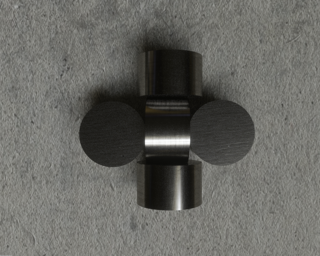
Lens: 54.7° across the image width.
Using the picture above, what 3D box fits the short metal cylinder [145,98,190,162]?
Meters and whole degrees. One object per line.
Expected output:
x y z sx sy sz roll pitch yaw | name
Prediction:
0.009 0.002 0.384 0.050 0.080 0.080 0 90 0 | short metal cylinder

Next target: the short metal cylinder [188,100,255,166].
0.074 0.005 0.399 0.081 0.050 0.080 0 90 0 | short metal cylinder

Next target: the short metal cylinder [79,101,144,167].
-0.057 0.007 0.398 0.081 0.050 0.080 0 90 -1 | short metal cylinder

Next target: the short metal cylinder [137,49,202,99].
0.012 -0.063 0.384 0.081 0.080 0.050 0 90 0 | short metal cylinder

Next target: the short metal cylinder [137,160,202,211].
0.012 0.067 0.384 0.081 0.080 0.050 0 90 0 | short metal cylinder
